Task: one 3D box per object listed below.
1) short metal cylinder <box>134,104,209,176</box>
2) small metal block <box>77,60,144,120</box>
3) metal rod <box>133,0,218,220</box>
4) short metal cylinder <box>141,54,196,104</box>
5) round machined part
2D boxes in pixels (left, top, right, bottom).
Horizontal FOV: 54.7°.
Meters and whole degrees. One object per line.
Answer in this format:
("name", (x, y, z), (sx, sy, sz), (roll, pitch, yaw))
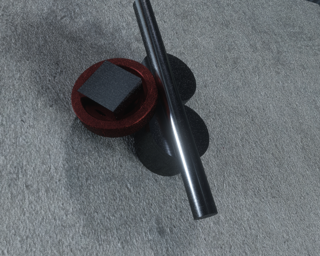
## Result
("short metal cylinder", (0.014, 0.014, 0.388), (0.081, 0.050, 0.080), (14, 55, -20))
("small metal block", (-0.055, -0.042, 0.349), (0.050, 0.025, 0.050), (30, 69, 18))
("metal rod", (0.010, -0.042, 0.373), (0.025, 0.025, 0.299), (-1, 62, -29))
("short metal cylinder", (0.002, -0.057, 0.425), (0.081, 0.050, 0.080), (14, 56, -21))
("round machined part", (-0.051, -0.032, 0.370), (0.099, 0.042, 0.098), (-2, 63, 3))
